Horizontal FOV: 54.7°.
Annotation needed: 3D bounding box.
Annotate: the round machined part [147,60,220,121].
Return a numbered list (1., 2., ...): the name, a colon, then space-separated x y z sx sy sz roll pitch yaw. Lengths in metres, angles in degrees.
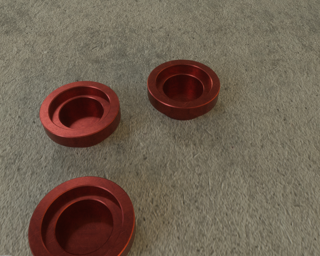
1. round machined part: 0.032 -0.049 0.433 0.099 0.042 0.098 0 50 0

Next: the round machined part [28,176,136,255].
1. round machined part: -0.073 0.101 0.307 0.099 0.042 0.098 0 50 0

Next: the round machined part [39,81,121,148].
1. round machined part: -0.100 -0.013 0.402 0.099 0.042 0.098 0 50 0
